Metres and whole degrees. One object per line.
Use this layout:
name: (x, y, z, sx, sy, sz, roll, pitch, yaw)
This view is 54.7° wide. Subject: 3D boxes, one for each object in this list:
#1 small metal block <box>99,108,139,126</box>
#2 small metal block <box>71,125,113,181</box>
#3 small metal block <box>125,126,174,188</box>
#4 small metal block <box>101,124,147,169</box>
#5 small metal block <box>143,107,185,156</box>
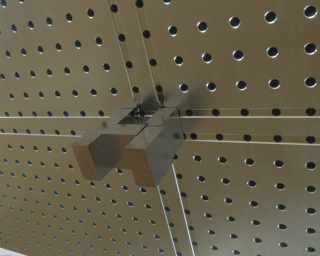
small metal block: (-0.052, 0.007, 0.424, 0.025, 0.050, 0.050, 1, 119, 27)
small metal block: (-0.077, 0.030, 0.387, 0.025, 0.050, 0.050, 1, 118, 28)
small metal block: (-0.010, 0.031, 0.352, 0.025, 0.050, 0.050, 1, 118, 28)
small metal block: (-0.038, 0.023, 0.380, 0.050, 0.025, 0.050, 1, 119, 27)
small metal block: (0.006, 0.007, 0.394, 0.025, 0.050, 0.050, -1, 118, 28)
